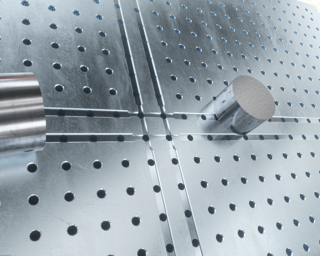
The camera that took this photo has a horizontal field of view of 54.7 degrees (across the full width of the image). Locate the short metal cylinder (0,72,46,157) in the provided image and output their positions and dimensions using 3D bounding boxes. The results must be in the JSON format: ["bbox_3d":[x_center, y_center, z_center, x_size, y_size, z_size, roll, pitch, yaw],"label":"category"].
[{"bbox_3d":[-0.148,-0.013,0.302,0.050,0.080,0.080,-9,67,-32],"label":"short metal cylinder"}]

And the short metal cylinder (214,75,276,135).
[{"bbox_3d":[0.132,-0.036,0.488,0.081,0.050,0.080,14,56,-21],"label":"short metal cylinder"}]
